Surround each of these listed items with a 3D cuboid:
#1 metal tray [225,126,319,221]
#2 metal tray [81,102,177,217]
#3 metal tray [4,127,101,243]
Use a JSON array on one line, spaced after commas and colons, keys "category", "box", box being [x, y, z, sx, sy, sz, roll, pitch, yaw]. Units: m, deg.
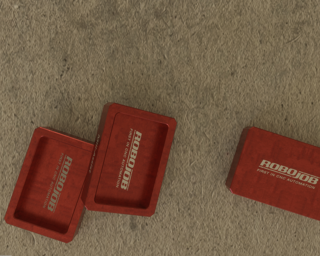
[{"category": "metal tray", "box": [0.163, 0.059, 0.409, 0.131, 0.030, 0.090, 18, 90, 0]}, {"category": "metal tray", "box": [-0.038, 0.040, 0.390, 0.091, 0.030, 0.129, 14, 90, -24]}, {"category": "metal tray", "box": [-0.135, 0.072, 0.406, 0.090, 0.030, 0.129, 19, 90, 0]}]
